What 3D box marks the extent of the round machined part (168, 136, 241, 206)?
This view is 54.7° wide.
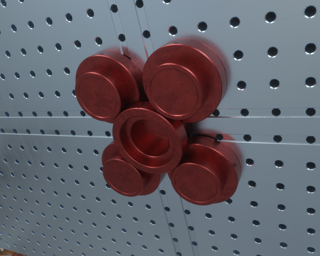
[{"bbox_3d":[0.053,0.063,0.409,0.098,0.042,0.097,13,124,20],"label":"round machined part"}]

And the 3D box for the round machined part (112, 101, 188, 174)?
[{"bbox_3d":[-0.009,0.009,0.407,0.098,0.042,0.097,13,124,20],"label":"round machined part"}]

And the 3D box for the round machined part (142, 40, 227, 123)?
[{"bbox_3d":[0.023,-0.048,0.357,0.098,0.042,0.097,13,124,20],"label":"round machined part"}]

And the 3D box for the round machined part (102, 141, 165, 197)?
[{"bbox_3d":[-0.046,0.064,0.462,0.098,0.042,0.097,13,124,20],"label":"round machined part"}]

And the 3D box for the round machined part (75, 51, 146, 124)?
[{"bbox_3d":[-0.071,-0.047,0.406,0.098,0.042,0.097,13,124,20],"label":"round machined part"}]
